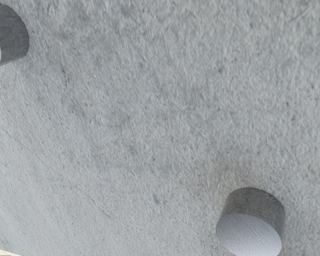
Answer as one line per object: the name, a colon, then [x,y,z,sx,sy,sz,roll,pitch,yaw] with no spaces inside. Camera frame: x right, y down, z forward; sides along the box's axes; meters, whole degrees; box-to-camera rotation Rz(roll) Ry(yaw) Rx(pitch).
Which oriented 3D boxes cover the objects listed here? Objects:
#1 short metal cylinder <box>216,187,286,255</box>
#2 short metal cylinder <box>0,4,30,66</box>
short metal cylinder: [0.119,0.125,0.405,0.080,0.050,0.079,13,124,20]
short metal cylinder: [-0.233,-0.127,0.432,0.080,0.050,0.079,13,124,20]
